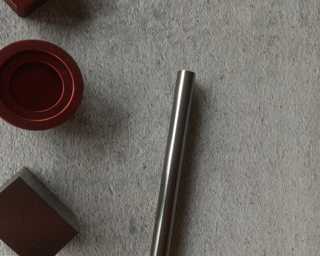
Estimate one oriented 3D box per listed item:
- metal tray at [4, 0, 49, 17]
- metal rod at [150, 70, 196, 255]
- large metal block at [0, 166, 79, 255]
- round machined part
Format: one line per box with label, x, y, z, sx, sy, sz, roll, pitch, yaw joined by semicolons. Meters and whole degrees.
metal tray;-0.167;-0.204;0.344;0.090;0.030;0.130;-45;104;-15
metal rod;0.014;0.072;0.415;0.025;0.025;0.298;10;87;-20
large metal block;-0.138;0.091;0.329;0.050;0.080;0.080;-44;104;-15
round machined part;-0.139;-0.046;0.349;0.099;0.042;0.097;0;90;-21
